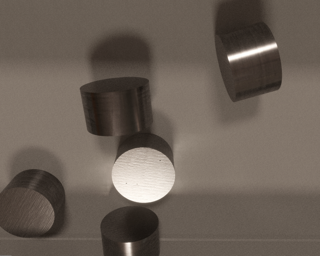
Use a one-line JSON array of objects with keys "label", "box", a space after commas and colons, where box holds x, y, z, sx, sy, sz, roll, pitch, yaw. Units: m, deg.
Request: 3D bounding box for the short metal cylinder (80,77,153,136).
[{"label": "short metal cylinder", "box": [-0.051, -0.028, 0.371, 0.080, 0.080, 0.050, -5, 110, 1]}]

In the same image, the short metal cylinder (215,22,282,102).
[{"label": "short metal cylinder", "box": [0.099, -0.075, 0.356, 0.050, 0.080, 0.080, -16, 110, 5]}]

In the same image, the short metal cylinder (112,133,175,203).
[{"label": "short metal cylinder", "box": [-0.021, 0.052, 0.417, 0.081, 0.050, 0.079, 0, 110, -1]}]

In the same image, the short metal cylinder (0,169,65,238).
[{"label": "short metal cylinder", "box": [-0.181, 0.105, 0.434, 0.081, 0.050, 0.079, 0, 110, -1]}]

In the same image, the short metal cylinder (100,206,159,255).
[{"label": "short metal cylinder", "box": [-0.041, 0.155, 0.439, 0.081, 0.080, 0.050, -2, 110, 0]}]
